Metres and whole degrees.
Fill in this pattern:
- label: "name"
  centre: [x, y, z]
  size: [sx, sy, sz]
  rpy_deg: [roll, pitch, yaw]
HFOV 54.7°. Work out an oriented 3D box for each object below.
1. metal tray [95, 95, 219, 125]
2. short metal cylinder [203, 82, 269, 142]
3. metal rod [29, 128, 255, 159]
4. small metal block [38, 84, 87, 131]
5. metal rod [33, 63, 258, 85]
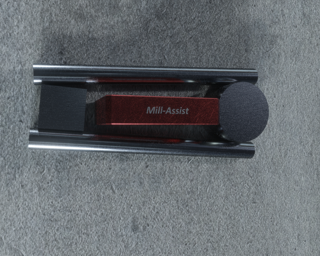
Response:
- label: "metal tray"
  centre: [-0.007, -0.019, 0.372]
  size: [0.131, 0.090, 0.030]
  rpy_deg: [0, 90, -20]
- label: "short metal cylinder"
  centre: [0.103, -0.022, 0.434]
  size: [0.081, 0.050, 0.079]
  rpy_deg: [0, 90, -20]
- label: "metal rod"
  centre: [-0.008, 0.023, 0.407]
  size: [0.302, 0.025, 0.025]
  rpy_deg: [4, 89, -20]
- label: "small metal block"
  centre: [-0.116, -0.023, 0.368]
  size: [0.050, 0.025, 0.050]
  rpy_deg: [5, 89, -20]
- label: "metal rod"
  centre: [-0.004, -0.069, 0.409]
  size: [0.303, 0.025, 0.025]
  rpy_deg: [-3, 91, -20]
